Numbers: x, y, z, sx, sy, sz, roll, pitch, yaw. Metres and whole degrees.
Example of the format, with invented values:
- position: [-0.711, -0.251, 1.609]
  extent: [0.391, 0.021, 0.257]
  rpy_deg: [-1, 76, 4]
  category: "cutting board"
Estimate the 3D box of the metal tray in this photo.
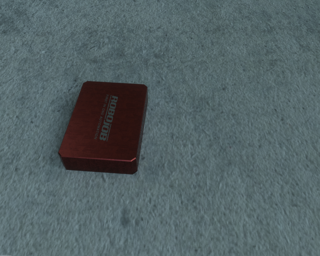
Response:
- position: [-0.067, -0.005, 0.404]
  extent: [0.091, 0.030, 0.130]
  rpy_deg: [4, 50, 3]
  category: "metal tray"
